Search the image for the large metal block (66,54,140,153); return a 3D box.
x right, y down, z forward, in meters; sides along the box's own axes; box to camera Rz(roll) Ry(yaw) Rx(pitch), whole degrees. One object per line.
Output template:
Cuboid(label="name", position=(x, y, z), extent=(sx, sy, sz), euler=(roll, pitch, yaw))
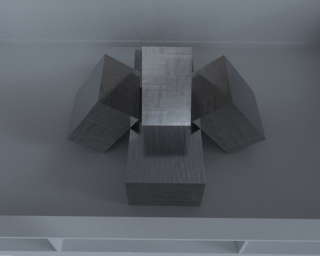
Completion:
Cuboid(label="large metal block", position=(-0.068, -0.028, 0.381), extent=(0.050, 0.080, 0.080), euler=(24, 44, -28))

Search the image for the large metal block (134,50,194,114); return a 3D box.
Cuboid(label="large metal block", position=(0.005, -0.067, 0.440), extent=(0.081, 0.050, 0.080), euler=(-1, 50, -1))

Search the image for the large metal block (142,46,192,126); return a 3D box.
Cuboid(label="large metal block", position=(0.006, -0.047, 0.355), extent=(0.050, 0.079, 0.080), euler=(0, 6, -1))

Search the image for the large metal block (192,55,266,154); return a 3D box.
Cuboid(label="large metal block", position=(0.082, -0.028, 0.382), extent=(0.050, 0.080, 0.080), euler=(-26, 43, 29))

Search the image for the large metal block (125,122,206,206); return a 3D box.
Cuboid(label="large metal block", position=(0.006, 0.040, 0.353), extent=(0.080, 0.050, 0.080), euler=(1, 50, 0))
